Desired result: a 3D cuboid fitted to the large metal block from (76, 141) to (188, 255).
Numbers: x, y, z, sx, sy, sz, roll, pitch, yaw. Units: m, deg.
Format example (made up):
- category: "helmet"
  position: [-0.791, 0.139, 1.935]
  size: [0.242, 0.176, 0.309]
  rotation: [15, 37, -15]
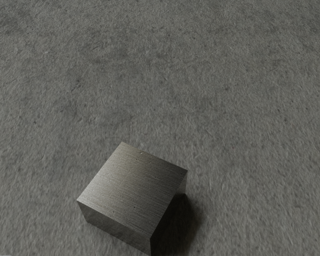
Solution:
- category: "large metal block"
  position: [-0.025, 0.072, 0.326]
  size: [0.080, 0.050, 0.080]
  rotation: [22, 53, 17]
